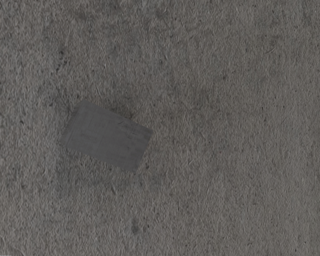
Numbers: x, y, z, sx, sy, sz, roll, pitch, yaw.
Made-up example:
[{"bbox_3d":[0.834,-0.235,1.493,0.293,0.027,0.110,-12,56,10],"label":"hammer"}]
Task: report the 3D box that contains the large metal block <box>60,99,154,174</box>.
[{"bbox_3d":[-0.065,0.009,0.356,0.080,0.080,0.050,25,82,-18],"label":"large metal block"}]
